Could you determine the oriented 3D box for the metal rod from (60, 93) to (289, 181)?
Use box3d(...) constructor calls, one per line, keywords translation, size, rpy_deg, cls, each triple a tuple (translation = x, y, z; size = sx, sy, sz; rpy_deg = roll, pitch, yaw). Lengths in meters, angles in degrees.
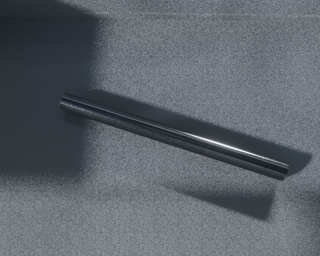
box3d(translation=(0.014, 0.009, 0.405), size=(0.301, 0.025, 0.025), rpy_deg=(18, 71, 6), cls="metal rod")
